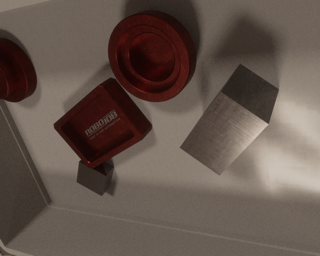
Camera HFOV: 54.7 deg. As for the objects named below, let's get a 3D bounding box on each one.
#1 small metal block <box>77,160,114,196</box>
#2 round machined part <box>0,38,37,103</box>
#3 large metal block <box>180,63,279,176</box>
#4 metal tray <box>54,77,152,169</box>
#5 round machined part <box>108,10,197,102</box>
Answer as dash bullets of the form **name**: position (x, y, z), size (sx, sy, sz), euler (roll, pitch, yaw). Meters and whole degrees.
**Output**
- **small metal block**: position (-0.107, 0.077, 0.511), size (0.050, 0.025, 0.050), euler (26, 128, 11)
- **round machined part**: position (-0.242, -0.083, 0.471), size (0.098, 0.042, 0.097), euler (13, 124, 20)
- **large metal block**: position (0.074, -0.010, 0.327), size (0.050, 0.080, 0.079), euler (36, 129, 4)
- **metal tray**: position (-0.086, -0.002, 0.447), size (0.130, 0.030, 0.090), euler (-31, 102, 37)
- **round machined part**: position (-0.005, -0.082, 0.349), size (0.098, 0.042, 0.097), euler (13, 124, 20)
